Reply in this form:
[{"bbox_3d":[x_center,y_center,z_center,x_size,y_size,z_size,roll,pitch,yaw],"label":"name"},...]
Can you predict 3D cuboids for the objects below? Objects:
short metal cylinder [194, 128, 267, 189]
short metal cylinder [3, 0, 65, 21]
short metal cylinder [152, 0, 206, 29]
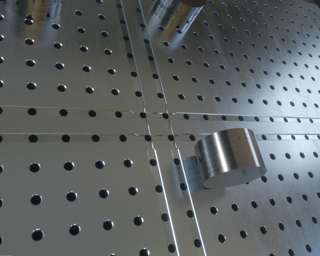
[{"bbox_3d":[0.089,0.041,0.395,0.081,0.080,0.050,3,60,-27],"label":"short metal cylinder"},{"bbox_3d":[-0.168,-0.193,0.419,0.081,0.050,0.080,14,56,-21],"label":"short metal cylinder"},{"bbox_3d":[0.034,-0.223,0.546,0.081,0.050,0.080,14,56,-21],"label":"short metal cylinder"}]
